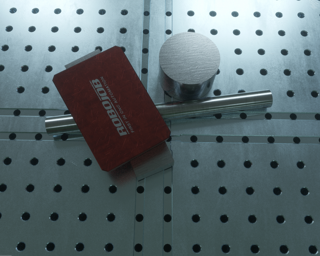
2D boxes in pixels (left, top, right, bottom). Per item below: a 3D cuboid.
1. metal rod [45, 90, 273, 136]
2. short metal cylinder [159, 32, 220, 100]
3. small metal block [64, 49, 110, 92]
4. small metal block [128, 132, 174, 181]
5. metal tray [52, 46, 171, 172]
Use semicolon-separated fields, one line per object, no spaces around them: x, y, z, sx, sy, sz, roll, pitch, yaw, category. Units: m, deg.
0.001;-0.022;0.420;0.302;0.025;0.025;-7;70;-3;metal rod
0.039;-0.084;0.429;0.081;0.050;0.080;0;70;0;short metal cylinder
-0.096;-0.074;0.424;0.050;0.050;0.025;-30;73;-11;small metal block
-0.015;0.033;0.398;0.050;0.025;0.050;-22;72;-8;small metal block
-0.058;-0.023;0.376;0.090;0.030;0.130;-29;84;-10;metal tray
